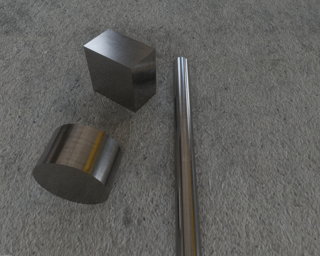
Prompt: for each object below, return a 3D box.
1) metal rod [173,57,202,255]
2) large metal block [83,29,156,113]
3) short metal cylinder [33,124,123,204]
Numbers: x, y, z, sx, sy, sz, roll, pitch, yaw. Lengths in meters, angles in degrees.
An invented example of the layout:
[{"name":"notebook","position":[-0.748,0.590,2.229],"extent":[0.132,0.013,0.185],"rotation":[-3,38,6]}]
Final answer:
[{"name":"metal rod","position":[0.030,0.013,0.392],"extent":[0.025,0.025,0.300],"rotation":[1,50,1]},{"name":"large metal block","position":[-0.053,-0.080,0.434],"extent":[0.080,0.080,0.050],"rotation":[29,56,22]},{"name":"short metal cylinder","position":[-0.086,0.040,0.333],"extent":[0.080,0.080,0.050],"rotation":[9,51,7]}]
